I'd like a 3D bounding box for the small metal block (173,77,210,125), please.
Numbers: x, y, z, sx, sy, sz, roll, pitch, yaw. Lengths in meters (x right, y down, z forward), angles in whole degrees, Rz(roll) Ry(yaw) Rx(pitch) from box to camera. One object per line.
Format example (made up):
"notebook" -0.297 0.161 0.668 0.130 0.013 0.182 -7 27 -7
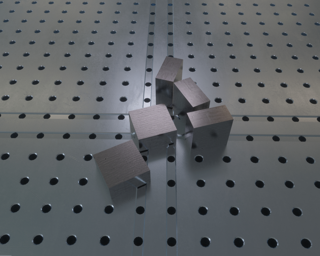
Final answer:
"small metal block" 0.041 -0.031 0.418 0.025 0.050 0.050 -21 53 -17

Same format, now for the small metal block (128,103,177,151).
"small metal block" -0.010 -0.002 0.409 0.050 0.025 0.050 -14 51 -12

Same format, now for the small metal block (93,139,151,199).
"small metal block" -0.045 0.048 0.368 0.050 0.025 0.050 -22 53 -17

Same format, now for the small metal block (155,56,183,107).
"small metal block" 0.014 -0.067 0.448 0.025 0.050 0.050 14 51 11

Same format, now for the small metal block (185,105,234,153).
"small metal block" 0.060 0.002 0.391 0.050 0.050 0.025 -13 51 -10
